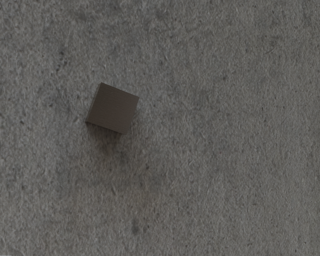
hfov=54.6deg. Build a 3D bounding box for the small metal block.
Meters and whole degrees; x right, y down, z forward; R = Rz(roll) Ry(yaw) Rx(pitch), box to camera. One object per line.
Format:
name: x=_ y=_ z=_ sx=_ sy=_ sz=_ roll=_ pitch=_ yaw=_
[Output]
small metal block: x=-0.060 y=-0.023 z=0.387 sx=0.050 sy=0.025 sz=0.050 roll=20 pitch=83 yaw=-19
